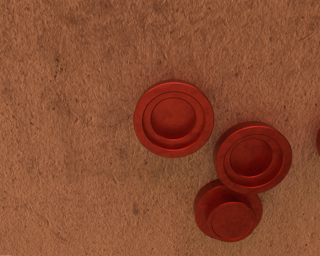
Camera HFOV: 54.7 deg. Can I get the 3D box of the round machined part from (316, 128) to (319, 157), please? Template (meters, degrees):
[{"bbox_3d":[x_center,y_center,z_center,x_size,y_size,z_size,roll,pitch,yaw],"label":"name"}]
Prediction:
[{"bbox_3d":[0.254,0.011,0.407,0.099,0.042,0.097,0,110,0],"label":"round machined part"}]

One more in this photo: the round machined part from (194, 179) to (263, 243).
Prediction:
[{"bbox_3d":[0.100,0.124,0.447,0.099,0.042,0.097,0,110,0],"label":"round machined part"}]

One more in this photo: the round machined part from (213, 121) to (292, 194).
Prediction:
[{"bbox_3d":[0.120,0.036,0.415,0.099,0.042,0.097,0,110,0],"label":"round machined part"}]

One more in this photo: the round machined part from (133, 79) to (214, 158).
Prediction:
[{"bbox_3d":[0.017,-0.015,0.395,0.099,0.042,0.097,0,110,0],"label":"round machined part"}]
